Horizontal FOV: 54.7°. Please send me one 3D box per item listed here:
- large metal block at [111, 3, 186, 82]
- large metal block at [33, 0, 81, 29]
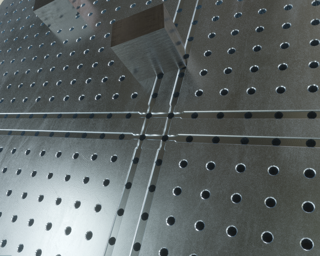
[{"bbox_3d":[-0.015,-0.122,0.454,0.080,0.080,0.050,-14,56,20],"label":"large metal block"},{"bbox_3d":[-0.222,-0.276,0.675,0.080,0.050,0.080,-18,55,17],"label":"large metal block"}]
